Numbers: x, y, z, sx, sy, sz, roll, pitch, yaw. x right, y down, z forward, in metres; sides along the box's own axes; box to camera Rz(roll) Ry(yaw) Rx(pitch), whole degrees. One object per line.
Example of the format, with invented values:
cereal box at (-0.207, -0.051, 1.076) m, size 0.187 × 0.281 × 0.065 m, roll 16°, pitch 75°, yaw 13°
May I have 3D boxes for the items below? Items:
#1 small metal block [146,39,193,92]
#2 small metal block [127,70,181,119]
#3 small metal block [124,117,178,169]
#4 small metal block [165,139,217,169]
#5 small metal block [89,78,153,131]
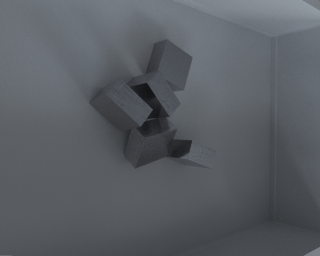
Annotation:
small metal block at (0.013, -0.083, 0.417) m, size 0.050 × 0.025 × 0.050 m, roll 25°, pitch 75°, yaw -37°
small metal block at (-0.011, -0.039, 0.380) m, size 0.025 × 0.050 × 0.050 m, roll -50°, pitch 118°, yaw -30°
small metal block at (-0.012, 0.017, 0.380) m, size 0.050 × 0.025 × 0.050 m, roll -17°, pitch 140°, yaw -39°
small metal block at (0.040, 0.035, 0.424) m, size 0.050 × 0.050 × 0.025 m, roll 24°, pitch 75°, yaw -38°
small metal block at (-0.044, -0.024, 0.348) m, size 0.050 × 0.050 × 0.025 m, roll 44°, pitch 63°, yaw -21°
